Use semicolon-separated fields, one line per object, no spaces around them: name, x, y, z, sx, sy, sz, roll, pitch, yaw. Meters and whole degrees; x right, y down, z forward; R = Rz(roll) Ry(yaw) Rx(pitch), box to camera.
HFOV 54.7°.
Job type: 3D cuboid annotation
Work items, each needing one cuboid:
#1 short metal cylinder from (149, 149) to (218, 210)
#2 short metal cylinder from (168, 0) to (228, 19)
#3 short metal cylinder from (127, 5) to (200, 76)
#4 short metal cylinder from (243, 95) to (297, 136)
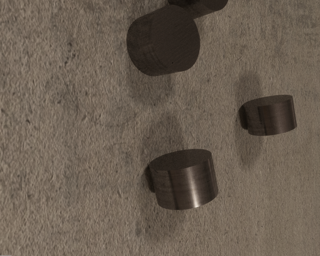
short metal cylinder;0.031;0.063;0.397;0.081;0.080;0.050;-20;103;-39
short metal cylinder;0.053;-0.199;0.435;0.081;0.050;0.079;0;90;-40
short metal cylinder;0.005;-0.109;0.394;0.081;0.050;0.079;0;90;-40
short metal cylinder;0.187;-0.023;0.529;0.081;0.080;0.050;-23;105;-38
